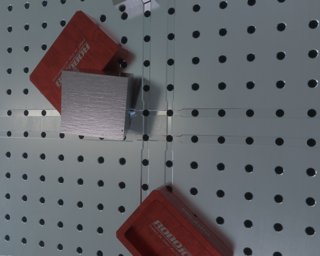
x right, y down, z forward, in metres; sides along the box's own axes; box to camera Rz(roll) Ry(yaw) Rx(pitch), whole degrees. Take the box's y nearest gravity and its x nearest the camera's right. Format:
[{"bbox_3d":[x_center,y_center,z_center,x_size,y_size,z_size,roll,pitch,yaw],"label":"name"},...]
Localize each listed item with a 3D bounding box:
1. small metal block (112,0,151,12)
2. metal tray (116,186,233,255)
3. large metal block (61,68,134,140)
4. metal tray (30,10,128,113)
[{"bbox_3d":[-0.042,-0.197,0.427,0.050,0.025,0.050,-16,85,19],"label":"small metal block"},{"bbox_3d":[0.017,0.152,0.403,0.130,0.030,0.090,43,103,14],"label":"metal tray"},{"bbox_3d":[-0.081,-0.034,0.407,0.080,0.050,0.079,7,105,1],"label":"large metal block"},{"bbox_3d":[-0.121,-0.091,0.452,0.090,0.030,0.130,45,104,14],"label":"metal tray"}]
